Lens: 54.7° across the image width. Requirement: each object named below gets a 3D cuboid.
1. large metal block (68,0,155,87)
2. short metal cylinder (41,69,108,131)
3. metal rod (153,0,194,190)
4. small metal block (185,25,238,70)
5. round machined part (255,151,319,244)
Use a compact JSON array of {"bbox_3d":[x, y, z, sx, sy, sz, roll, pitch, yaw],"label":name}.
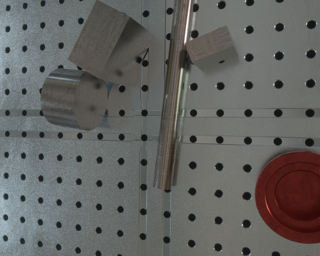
[{"bbox_3d":[-0.060,-0.105,0.404,0.050,0.080,0.080,32,100,17],"label":"large metal block"},{"bbox_3d":[-0.114,-0.039,0.422,0.050,0.080,0.079,9,93,19],"label":"short metal cylinder"},{"bbox_3d":[0.021,-0.069,0.404,0.025,0.025,0.298,7,92,19],"label":"metal rod"},{"bbox_3d":[0.064,-0.096,0.376,0.050,0.050,0.025,-19,84,19],"label":"small metal block"},{"bbox_3d":[0.159,0.074,0.348,0.098,0.042,0.097,0,90,19],"label":"round machined part"}]
